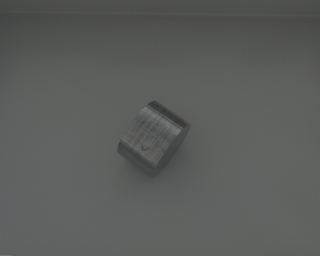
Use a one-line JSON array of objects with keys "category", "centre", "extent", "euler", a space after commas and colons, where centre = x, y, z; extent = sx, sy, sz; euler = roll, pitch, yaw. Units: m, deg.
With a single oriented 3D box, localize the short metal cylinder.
[{"category": "short metal cylinder", "centre": [-0.006, 0.014, 0.375], "extent": [0.050, 0.080, 0.080], "euler": [35, 74, 12]}]
